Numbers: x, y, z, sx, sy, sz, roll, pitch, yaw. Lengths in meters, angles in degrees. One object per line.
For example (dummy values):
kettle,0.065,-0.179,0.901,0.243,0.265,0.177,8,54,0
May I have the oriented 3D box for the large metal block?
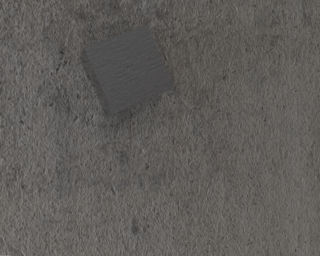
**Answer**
large metal block,-0.042,-0.069,0.380,0.080,0.050,0.080,-25,99,-18
